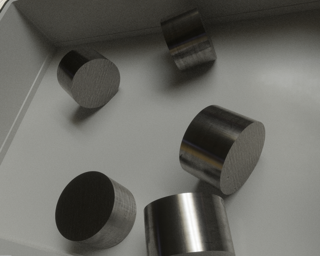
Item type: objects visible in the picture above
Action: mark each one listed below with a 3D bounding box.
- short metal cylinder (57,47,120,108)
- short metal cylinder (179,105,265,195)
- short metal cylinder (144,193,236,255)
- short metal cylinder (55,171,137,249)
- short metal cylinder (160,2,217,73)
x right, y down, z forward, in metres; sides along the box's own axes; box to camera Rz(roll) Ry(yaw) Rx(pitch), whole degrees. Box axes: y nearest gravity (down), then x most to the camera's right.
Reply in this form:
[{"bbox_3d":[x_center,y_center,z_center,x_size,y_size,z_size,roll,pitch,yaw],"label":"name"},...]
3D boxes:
[{"bbox_3d":[-0.109,-0.077,0.475,0.080,0.080,0.050,-47,51,-5],"label":"short metal cylinder"},{"bbox_3d":[0.066,0.022,0.323,0.050,0.080,0.080,27,77,37],"label":"short metal cylinder"},{"bbox_3d":[0.026,0.100,0.295,0.080,0.080,0.050,-18,55,18],"label":"short metal cylinder"},{"bbox_3d":[-0.075,0.098,0.369,0.080,0.050,0.080,-13,56,21],"label":"short metal cylinder"},{"bbox_3d":[0.040,-0.123,0.425,0.050,0.080,0.080,-20,54,17],"label":"short metal cylinder"}]
